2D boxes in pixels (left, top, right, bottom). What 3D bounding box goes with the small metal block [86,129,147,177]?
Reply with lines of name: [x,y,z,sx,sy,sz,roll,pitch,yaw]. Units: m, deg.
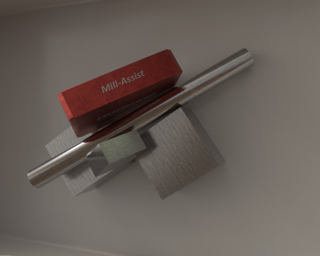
small metal block: [-0.052,0.030,0.361,0.025,0.050,0.050,61,144,10]

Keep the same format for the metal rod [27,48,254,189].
metal rod: [-0.024,-0.011,0.377,0.301,0.025,0.025,-30,80,2]

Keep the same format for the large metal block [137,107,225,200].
large metal block: [0.022,0.031,0.387,0.080,0.050,0.080,-35,79,16]

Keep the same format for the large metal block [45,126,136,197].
large metal block: [-0.095,0.035,0.426,0.080,0.050,0.080,-35,79,16]

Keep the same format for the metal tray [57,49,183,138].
metal tray: [-0.045,-0.037,0.361,0.131,0.090,0.030,-25,82,-15]
